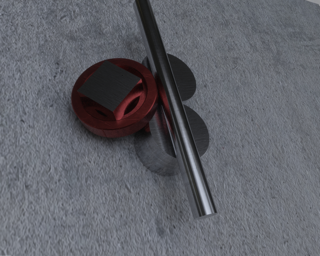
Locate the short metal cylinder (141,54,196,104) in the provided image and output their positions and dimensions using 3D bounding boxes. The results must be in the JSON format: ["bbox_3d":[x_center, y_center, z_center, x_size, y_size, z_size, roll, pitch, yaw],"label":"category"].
[{"bbox_3d":[0.002,-0.057,0.425,0.081,0.050,0.080,14,56,-21],"label":"short metal cylinder"}]

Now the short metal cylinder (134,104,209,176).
[{"bbox_3d":[0.014,0.014,0.388,0.081,0.050,0.080,14,55,-20],"label":"short metal cylinder"}]

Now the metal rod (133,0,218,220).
[{"bbox_3d":[0.010,-0.042,0.373,0.025,0.025,0.299,-1,62,-29],"label":"metal rod"}]

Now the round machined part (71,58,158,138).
[{"bbox_3d":[-0.051,-0.032,0.370,0.099,0.042,0.098,-2,63,3],"label":"round machined part"}]

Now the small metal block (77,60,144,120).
[{"bbox_3d":[-0.055,-0.042,0.349,0.050,0.025,0.050,30,69,18],"label":"small metal block"}]
